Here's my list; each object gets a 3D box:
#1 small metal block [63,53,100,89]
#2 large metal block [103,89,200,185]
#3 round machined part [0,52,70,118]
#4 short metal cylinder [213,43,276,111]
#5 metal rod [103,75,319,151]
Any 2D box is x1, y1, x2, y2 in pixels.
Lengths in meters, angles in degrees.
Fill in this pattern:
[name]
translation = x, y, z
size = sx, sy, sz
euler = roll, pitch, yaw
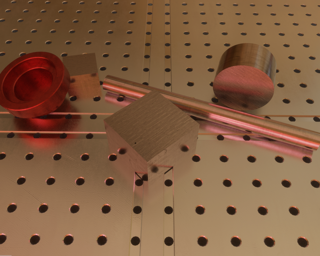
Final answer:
[small metal block]
translation = -0.122, -0.089, 0.481
size = 0.050, 0.025, 0.050
euler = -9, 51, -9
[large metal block]
translation = -0.010, 0.009, 0.384
size = 0.080, 0.050, 0.080
euler = -34, 58, -26
[round machined part]
translation = -0.171, -0.055, 0.431
size = 0.098, 0.042, 0.098
euler = -4, 61, 8
[short metal cylinder]
translation = 0.119, -0.070, 0.433
size = 0.080, 0.080, 0.050
euler = 13, 51, 10
[metal rod]
translation = 0.061, -0.025, 0.428
size = 0.301, 0.025, 0.025
euler = 17, 52, 13
